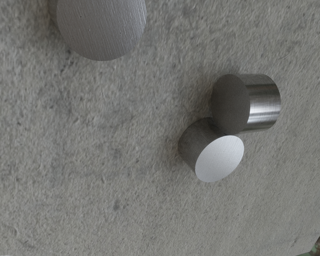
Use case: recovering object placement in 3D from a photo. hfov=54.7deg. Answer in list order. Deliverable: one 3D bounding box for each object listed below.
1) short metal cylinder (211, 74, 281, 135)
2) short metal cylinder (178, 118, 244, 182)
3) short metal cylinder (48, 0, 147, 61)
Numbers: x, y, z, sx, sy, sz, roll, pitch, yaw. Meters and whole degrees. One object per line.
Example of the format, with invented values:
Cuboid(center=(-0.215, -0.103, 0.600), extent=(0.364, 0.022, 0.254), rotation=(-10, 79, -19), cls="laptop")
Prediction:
Cuboid(center=(0.112, -0.032, 0.415), extent=(0.050, 0.080, 0.079), rotation=(-6, 121, -26), cls="short metal cylinder")
Cuboid(center=(0.074, 0.032, 0.452), extent=(0.081, 0.050, 0.079), rotation=(-14, 126, -20), cls="short metal cylinder")
Cuboid(center=(-0.060, -0.109, 0.291), extent=(0.081, 0.050, 0.079), rotation=(-14, 125, -21), cls="short metal cylinder")
